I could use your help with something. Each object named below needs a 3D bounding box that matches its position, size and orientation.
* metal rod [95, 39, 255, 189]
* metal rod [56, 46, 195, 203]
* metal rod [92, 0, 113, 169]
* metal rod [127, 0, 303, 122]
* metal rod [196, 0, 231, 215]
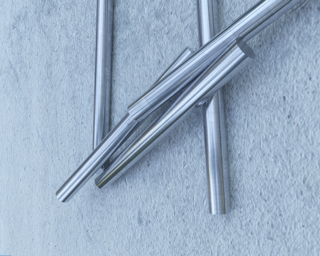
[{"bbox_3d":[-0.004,0.004,0.386,0.299,0.025,0.025,-43,64,39],"label":"metal rod"},{"bbox_3d":[-0.055,0.008,0.429,0.299,0.025,0.025,-45,63,23],"label":"metal rod"},{"bbox_3d":[-0.088,-0.088,0.477,0.025,0.025,0.298,3,92,40],"label":"metal rod"},{"bbox_3d":[0.079,-0.096,0.313,0.299,0.025,0.025,-35,68,26],"label":"metal rod"},{"bbox_3d":[0.059,-0.054,0.355,0.025,0.025,0.298,-5,87,40],"label":"metal rod"}]
